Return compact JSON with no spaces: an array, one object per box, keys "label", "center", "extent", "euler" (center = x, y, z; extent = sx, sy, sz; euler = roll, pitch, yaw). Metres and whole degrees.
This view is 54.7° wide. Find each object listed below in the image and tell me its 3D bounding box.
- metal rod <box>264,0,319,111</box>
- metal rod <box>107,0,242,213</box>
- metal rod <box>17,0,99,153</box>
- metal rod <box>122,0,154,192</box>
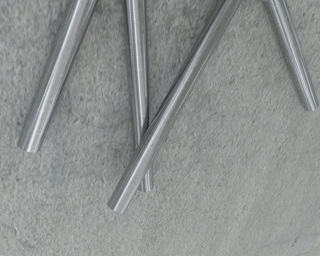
[{"label":"metal rod","center":[0.178,-0.123,0.430],"extent":[0.025,0.025,0.300],"euler":[-42,130,1]},{"label":"metal rod","center":[0.016,-0.030,0.373],"extent":[0.025,0.025,0.299],"euler":[24,98,-37]},{"label":"metal rod","center":[-0.079,-0.107,0.297],"extent":[0.025,0.025,0.298],"euler":[15,111,-35]},{"label":"metal rod","center":[-0.024,-0.042,0.368],"extent":[0.025,0.025,0.298],"euler":[-15,125,-21]}]
